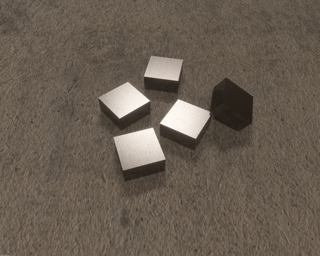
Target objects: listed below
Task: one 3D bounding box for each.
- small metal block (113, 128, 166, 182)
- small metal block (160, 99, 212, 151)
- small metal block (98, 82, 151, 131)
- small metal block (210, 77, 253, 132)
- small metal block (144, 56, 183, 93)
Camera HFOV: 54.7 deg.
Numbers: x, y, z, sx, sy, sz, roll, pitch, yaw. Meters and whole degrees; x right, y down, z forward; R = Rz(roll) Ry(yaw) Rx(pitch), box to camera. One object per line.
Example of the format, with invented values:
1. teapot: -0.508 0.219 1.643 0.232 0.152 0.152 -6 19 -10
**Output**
1. small metal block: -0.025 0.032 0.376 0.050 0.025 0.050 -14 52 -12
2. small metal block: 0.034 -0.005 0.408 0.050 0.025 0.050 24 54 18
3. small metal block: -0.049 -0.031 0.429 0.050 0.025 0.050 -33 58 -25
4. small metal block: 0.097 -0.032 0.416 0.050 0.025 0.050 31 49 -18
5. small metal block: 0.006 -0.082 0.472 0.050 0.025 0.050 9 50 6
